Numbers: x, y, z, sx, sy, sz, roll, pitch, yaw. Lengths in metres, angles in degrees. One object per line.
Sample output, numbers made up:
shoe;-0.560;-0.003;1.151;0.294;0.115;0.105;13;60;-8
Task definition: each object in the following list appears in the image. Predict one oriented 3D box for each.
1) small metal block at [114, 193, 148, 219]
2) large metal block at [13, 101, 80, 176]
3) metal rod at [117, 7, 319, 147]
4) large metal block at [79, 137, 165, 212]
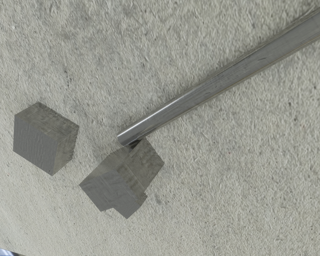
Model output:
small metal block;-0.056;0.115;0.508;0.050;0.025;0.050;40;129;0
large metal block;-0.184;0.017;0.499;0.080;0.050;0.079;30;128;8
metal rod;0.053;-0.043;0.352;0.299;0.025;0.025;-29;102;37
large metal block;-0.053;0.065;0.439;0.080;0.080;0.050;-27;104;37
